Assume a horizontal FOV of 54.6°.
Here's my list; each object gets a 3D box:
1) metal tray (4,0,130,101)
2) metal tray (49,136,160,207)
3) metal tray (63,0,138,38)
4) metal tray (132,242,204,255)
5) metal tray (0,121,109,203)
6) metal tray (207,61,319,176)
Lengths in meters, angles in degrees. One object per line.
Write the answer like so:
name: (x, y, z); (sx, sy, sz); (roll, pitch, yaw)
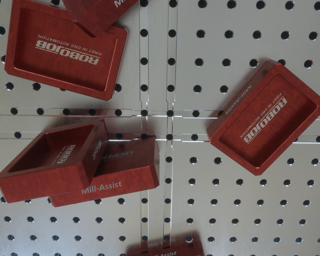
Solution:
metal tray: (-0.111, -0.094, 0.375); (0.131, 0.030, 0.089); (15, 109, -6)
metal tray: (-0.067, 0.053, 0.397); (0.131, 0.090, 0.030); (-12, 110, 4)
metal tray: (-0.044, -0.166, 0.318); (0.130, 0.090, 0.030); (-37, 148, 12)
metal tray: (0.014, 0.241, 0.499); (0.131, 0.030, 0.090); (-14, 110, 5)
metal tray: (-0.118, 0.034, 0.369); (0.090, 0.130, 0.030); (-11, 110, 4)
metal tray: (0.137, -0.011, 0.407); (0.090, 0.030, 0.130); (35, 106, -12)
